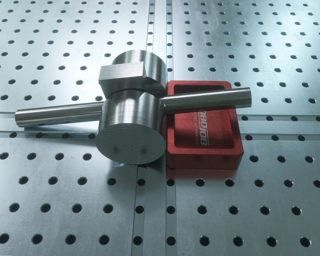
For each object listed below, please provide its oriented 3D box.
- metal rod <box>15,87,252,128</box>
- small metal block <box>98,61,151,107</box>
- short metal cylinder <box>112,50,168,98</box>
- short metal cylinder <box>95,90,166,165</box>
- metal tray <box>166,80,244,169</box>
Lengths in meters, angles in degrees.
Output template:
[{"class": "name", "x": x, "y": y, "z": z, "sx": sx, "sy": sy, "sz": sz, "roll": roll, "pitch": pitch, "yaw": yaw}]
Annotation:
[{"class": "metal rod", "x": -0.039, "y": -0.025, "z": 0.398, "sx": 0.301, "sy": 0.025, "sz": 0.025, "roll": -5, "pitch": 50, "yaw": 7}, {"class": "small metal block", "x": -0.040, "y": -0.049, "z": 0.371, "sx": 0.050, "sy": 0.050, "sz": 0.025, "roll": -5, "pitch": 50, "yaw": 7}, {"class": "short metal cylinder", "x": -0.030, "y": -0.058, "z": 0.418, "sx": 0.081, "sy": 0.080, "sz": 0.050, "roll": 1, "pitch": 50, "yaw": 0}, {"class": "short metal cylinder", "x": -0.033, "y": 0.001, "z": 0.370, "sx": 0.080, "sy": 0.080, "sz": 0.050, "roll": 1, "pitch": 50, "yaw": 1}, {"class": "metal tray", "x": 0.054, "y": -0.009, "z": 0.412, "sx": 0.091, "sy": 0.030, "sz": 0.130, "roll": 1, "pitch": 50, "yaw": 1}]
